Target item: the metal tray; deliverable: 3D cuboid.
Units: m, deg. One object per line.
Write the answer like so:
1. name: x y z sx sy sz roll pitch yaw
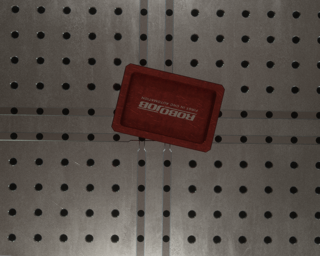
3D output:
1. metal tray: 0.011 -0.026 0.410 0.131 0.030 0.089 13 90 -1
